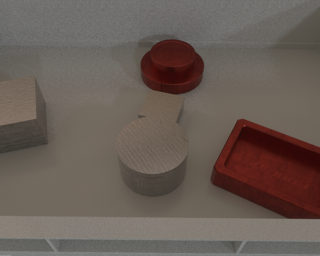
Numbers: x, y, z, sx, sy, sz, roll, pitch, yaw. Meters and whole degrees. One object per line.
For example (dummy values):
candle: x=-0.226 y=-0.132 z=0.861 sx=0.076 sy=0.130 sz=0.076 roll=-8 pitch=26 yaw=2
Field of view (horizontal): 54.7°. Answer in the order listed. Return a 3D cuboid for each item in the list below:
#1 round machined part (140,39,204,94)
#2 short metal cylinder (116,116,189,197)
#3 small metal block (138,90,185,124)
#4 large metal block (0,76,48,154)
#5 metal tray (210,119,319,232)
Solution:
round machined part: x=0.019 y=-0.100 z=0.479 sx=0.099 sy=0.042 sz=0.098 roll=0 pitch=50 yaw=0
short metal cylinder: x=-0.008 y=0.032 z=0.362 sx=0.081 sy=0.050 sz=0.080 roll=0 pitch=50 yaw=0
small metal block: x=0.003 y=-0.022 z=0.424 sx=0.050 sy=0.025 sz=0.050 roll=13 pitch=51 yaw=10
large metal block: x=-0.195 y=-0.016 z=0.400 sx=0.081 sy=0.050 sz=0.080 roll=-12 pitch=51 yaw=-11
metal tray: x=0.137 y=0.049 z=0.362 sx=0.130 sy=0.030 sz=0.090 roll=23 pitch=53 yaw=17
